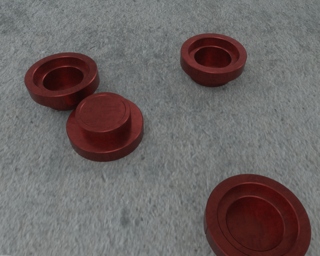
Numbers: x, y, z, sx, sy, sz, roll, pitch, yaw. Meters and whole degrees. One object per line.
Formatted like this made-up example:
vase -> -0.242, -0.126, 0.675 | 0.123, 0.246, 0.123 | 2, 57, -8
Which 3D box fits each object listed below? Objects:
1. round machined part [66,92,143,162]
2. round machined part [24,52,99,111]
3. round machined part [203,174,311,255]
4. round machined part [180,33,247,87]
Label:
round machined part -> -0.071, -0.009, 0.398 | 0.099, 0.042, 0.098 | 0, 50, 0
round machined part -> -0.135, -0.062, 0.441 | 0.099, 0.042, 0.098 | -1, 48, 1
round machined part -> 0.093, 0.099, 0.311 | 0.099, 0.042, 0.098 | 0, 50, 0
round machined part -> 0.080, -0.101, 0.478 | 0.099, 0.042, 0.098 | 0, 50, 0
